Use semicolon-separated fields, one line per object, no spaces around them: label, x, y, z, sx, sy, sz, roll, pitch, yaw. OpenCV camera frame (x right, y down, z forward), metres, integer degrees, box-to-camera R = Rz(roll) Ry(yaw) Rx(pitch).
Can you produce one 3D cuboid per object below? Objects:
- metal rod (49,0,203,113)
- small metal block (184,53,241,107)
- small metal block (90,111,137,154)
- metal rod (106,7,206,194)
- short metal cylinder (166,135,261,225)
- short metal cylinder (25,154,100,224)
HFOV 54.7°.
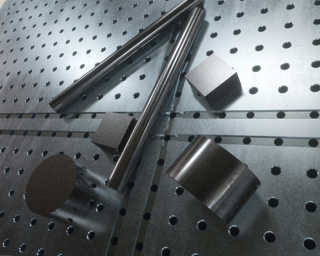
metal rod;-0.058;-0.123;0.514;0.300;0.025;0.025;-36;51;4
small metal block;0.069;-0.064;0.411;0.050;0.025;0.050;-38;51;2
small metal block;-0.061;0.007;0.436;0.050;0.025;0.050;12;68;33
metal rod;0.002;-0.051;0.438;0.025;0.025;0.300;12;67;33
short metal cylinder;0.053;0.051;0.314;0.080;0.080;0.050;35;82;38
short metal cylinder;-0.127;0.081;0.409;0.080;0.050;0.080;-13;56;21
